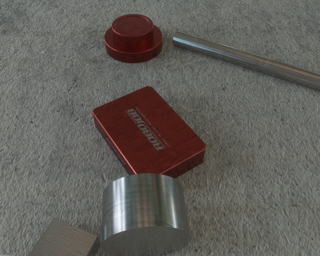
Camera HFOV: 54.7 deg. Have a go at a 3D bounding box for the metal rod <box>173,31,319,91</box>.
[{"bbox_3d":[0.160,-0.100,0.489,0.301,0.025,0.025,22,53,17],"label":"metal rod"}]

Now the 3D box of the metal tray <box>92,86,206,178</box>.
[{"bbox_3d":[-0.016,0.009,0.392,0.091,0.030,0.130,-26,55,-21],"label":"metal tray"}]

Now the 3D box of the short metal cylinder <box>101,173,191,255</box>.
[{"bbox_3d":[-0.014,0.086,0.295,0.081,0.080,0.050,-4,50,-4],"label":"short metal cylinder"}]

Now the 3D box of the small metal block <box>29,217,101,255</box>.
[{"bbox_3d":[-0.093,0.122,0.299,0.050,0.025,0.050,18,52,14],"label":"small metal block"}]

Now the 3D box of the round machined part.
[{"bbox_3d":[-0.045,-0.157,0.523,0.099,0.042,0.098,0,50,0],"label":"round machined part"}]
